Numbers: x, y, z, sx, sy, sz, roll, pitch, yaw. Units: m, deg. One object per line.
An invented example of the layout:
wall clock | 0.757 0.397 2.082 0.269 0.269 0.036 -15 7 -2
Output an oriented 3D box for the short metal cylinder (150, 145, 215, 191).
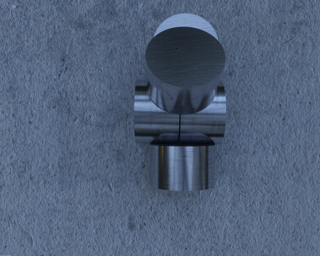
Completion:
short metal cylinder | 0.027 0.045 0.384 0.081 0.080 0.050 0 90 -1

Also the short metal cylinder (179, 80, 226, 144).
short metal cylinder | 0.049 -0.019 0.384 0.050 0.080 0.079 0 90 0

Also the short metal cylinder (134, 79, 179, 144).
short metal cylinder | -0.004 -0.020 0.384 0.050 0.080 0.079 1 90 -1

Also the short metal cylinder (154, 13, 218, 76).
short metal cylinder | 0.031 -0.099 0.400 0.081 0.050 0.079 0 90 -1

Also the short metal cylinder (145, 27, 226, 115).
short metal cylinder | 0.025 -0.061 0.333 0.081 0.050 0.080 1 61 -1
